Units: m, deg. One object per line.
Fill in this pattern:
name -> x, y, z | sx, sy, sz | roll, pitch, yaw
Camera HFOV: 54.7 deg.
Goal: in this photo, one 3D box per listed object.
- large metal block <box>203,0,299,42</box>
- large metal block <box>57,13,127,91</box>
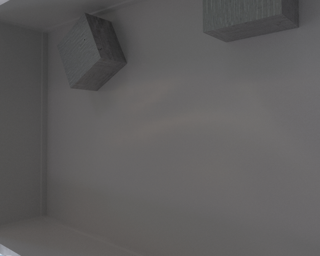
large metal block -> 0.091, -0.139, 0.315 | 0.080, 0.050, 0.080 | -1, 90, 40
large metal block -> -0.107, -0.114, 0.479 | 0.080, 0.050, 0.080 | -34, 69, 35
